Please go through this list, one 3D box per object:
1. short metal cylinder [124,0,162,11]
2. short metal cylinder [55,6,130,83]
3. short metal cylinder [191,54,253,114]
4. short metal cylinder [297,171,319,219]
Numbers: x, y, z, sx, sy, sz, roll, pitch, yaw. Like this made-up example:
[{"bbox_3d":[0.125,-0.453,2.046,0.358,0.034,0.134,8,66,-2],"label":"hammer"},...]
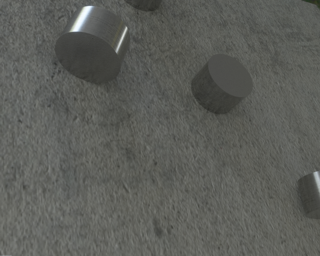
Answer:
[{"bbox_3d":[-0.026,-0.247,0.526,0.081,0.050,0.080,14,56,-21],"label":"short metal cylinder"},{"bbox_3d":[-0.082,-0.103,0.388,0.080,0.080,0.050,23,53,-15],"label":"short metal cylinder"},{"bbox_3d":[0.096,-0.068,0.483,0.081,0.050,0.080,14,56,-21],"label":"short metal cylinder"},{"bbox_3d":[0.247,0.096,0.446,0.081,0.080,0.050,11,57,-23],"label":"short metal cylinder"}]
